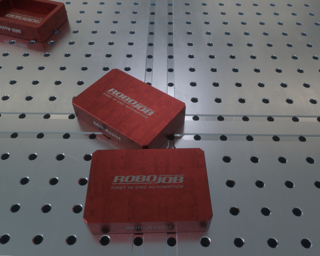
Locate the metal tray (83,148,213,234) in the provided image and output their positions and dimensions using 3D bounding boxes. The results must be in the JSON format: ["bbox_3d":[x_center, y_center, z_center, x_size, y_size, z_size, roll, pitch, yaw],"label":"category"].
[{"bbox_3d":[-0.013,0.068,0.348,0.131,0.030,0.090,-1,50,-1],"label":"metal tray"}]

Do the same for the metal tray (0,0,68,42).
[{"bbox_3d":[-0.253,-0.208,0.578,0.130,0.030,0.090,15,51,12],"label":"metal tray"}]

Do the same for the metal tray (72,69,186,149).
[{"bbox_3d":[-0.042,-0.024,0.425,0.130,0.030,0.090,30,56,22],"label":"metal tray"}]
